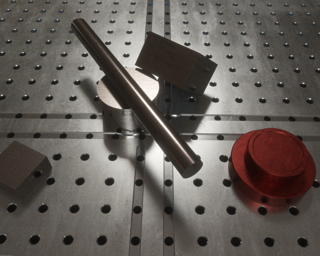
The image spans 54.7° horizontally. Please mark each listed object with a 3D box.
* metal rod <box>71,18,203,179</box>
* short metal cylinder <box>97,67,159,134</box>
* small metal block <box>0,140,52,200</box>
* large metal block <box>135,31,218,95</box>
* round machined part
[{"bbox_3d":[-0.045,-0.057,0.389,0.025,0.025,0.300,-25,55,-20],"label":"metal rod"},{"bbox_3d":[-0.042,-0.038,0.423,0.081,0.050,0.080,0,50,0],"label":"short metal cylinder"},{"bbox_3d":[-0.167,0.049,0.365,0.050,0.025,0.050,22,53,17],"label":"small metal block"},{"bbox_3d":[0.025,-0.090,0.441,0.080,0.050,0.080,31,13,23],"label":"large metal block"},{"bbox_3d":[0.134,0.038,0.366,0.099,0.042,0.098,0,50,0],"label":"round machined part"}]
